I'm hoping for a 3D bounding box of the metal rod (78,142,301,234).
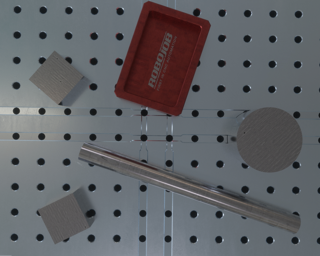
[{"bbox_3d":[0.039,0.080,0.413,0.301,0.025,0.025,19,90,0],"label":"metal rod"}]

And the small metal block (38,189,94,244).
[{"bbox_3d":[-0.124,0.117,0.412,0.050,0.025,0.050,-26,90,0],"label":"small metal block"}]

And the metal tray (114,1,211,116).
[{"bbox_3d":[0.003,-0.089,0.410,0.090,0.030,0.129,18,90,0],"label":"metal tray"}]

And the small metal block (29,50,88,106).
[{"bbox_3d":[-0.134,-0.065,0.412,0.050,0.025,0.050,41,90,0],"label":"small metal block"}]

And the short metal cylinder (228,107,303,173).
[{"bbox_3d":[0.133,0.014,0.402,0.081,0.050,0.080,0,90,0],"label":"short metal cylinder"}]
